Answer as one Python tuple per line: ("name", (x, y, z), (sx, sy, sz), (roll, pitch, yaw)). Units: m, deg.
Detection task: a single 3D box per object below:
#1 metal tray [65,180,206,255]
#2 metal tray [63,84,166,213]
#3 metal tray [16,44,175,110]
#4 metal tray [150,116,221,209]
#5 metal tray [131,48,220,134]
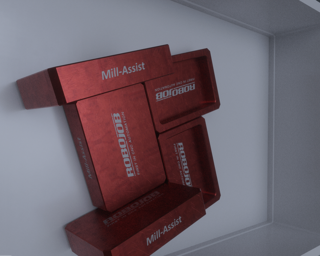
("metal tray", (-0.025, 0.101, 0.342), (0.131, 0.090, 0.030), (-22, 105, -38))
("metal tray", (-0.048, 0.019, 0.361), (0.091, 0.030, 0.129), (-22, 104, -38))
("metal tray", (-0.061, -0.052, 0.310), (0.131, 0.090, 0.030), (-23, 105, -38))
("metal tray", (0.035, 0.057, 0.433), (0.091, 0.030, 0.129), (-22, 104, -38))
("metal tray", (0.024, -0.054, 0.423), (0.131, 0.030, 0.089), (-22, 104, -38))
